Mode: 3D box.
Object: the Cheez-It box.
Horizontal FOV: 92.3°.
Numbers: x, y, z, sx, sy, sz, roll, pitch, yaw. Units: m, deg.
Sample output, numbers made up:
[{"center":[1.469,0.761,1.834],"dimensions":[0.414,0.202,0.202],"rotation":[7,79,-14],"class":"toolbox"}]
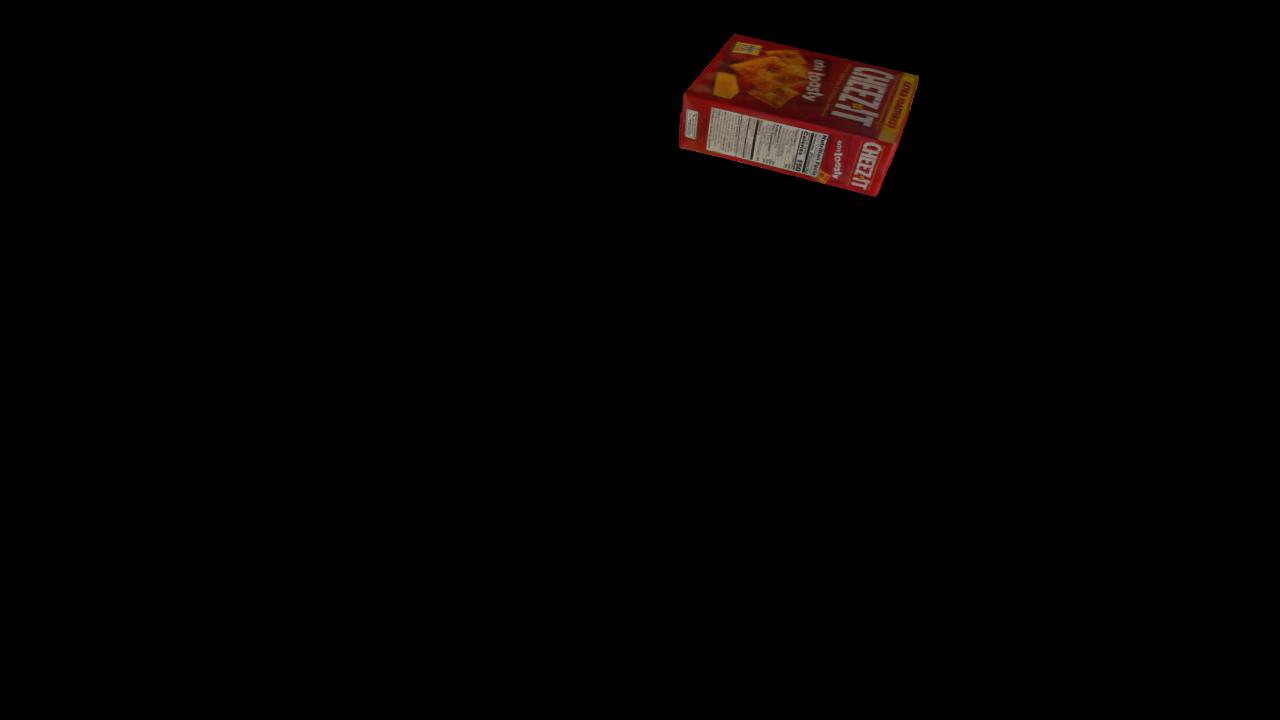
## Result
[{"center":[0.175,-0.275,0.678],"dimensions":[0.223,0.166,0.071],"rotation":[21,-37,14],"class":"Cheez-It box"}]
